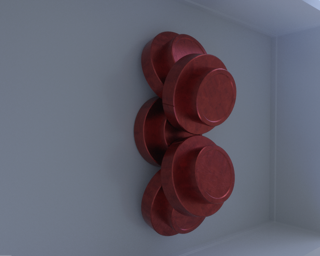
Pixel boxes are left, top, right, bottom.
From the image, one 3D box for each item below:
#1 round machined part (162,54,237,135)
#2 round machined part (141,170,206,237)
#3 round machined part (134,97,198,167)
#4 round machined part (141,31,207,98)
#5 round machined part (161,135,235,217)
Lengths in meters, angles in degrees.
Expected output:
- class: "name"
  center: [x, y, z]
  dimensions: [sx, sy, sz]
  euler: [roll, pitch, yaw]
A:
- class: "round machined part"
  center: [0.054, -0.039, 0.372]
  dimensions: [0.099, 0.042, 0.097]
  euler: [-13, 110, -37]
- class: "round machined part"
  center: [0.028, 0.096, 0.399]
  dimensions: [0.099, 0.042, 0.097]
  euler: [-15, 114, -36]
- class: "round machined part"
  center: [0.018, 0.004, 0.408]
  dimensions: [0.099, 0.042, 0.097]
  euler: [1, 88, -40]
- class: "round machined part"
  center: [0.028, -0.082, 0.402]
  dimensions: [0.099, 0.042, 0.098]
  euler: [16, 64, -35]
- class: "round machined part"
  center: [0.052, 0.056, 0.371]
  dimensions: [0.099, 0.042, 0.098]
  euler: [11, 72, -38]
